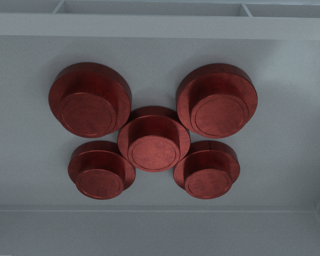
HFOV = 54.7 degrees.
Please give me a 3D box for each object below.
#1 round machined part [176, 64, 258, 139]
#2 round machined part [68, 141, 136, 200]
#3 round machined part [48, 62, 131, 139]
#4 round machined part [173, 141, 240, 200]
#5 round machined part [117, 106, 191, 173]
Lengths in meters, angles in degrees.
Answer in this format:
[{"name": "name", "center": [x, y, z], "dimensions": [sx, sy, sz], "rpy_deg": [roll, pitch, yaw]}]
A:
[{"name": "round machined part", "center": [0.069, -0.025, 0.376], "dimensions": [0.099, 0.042, 0.097], "rpy_deg": [-1, 130, 0]}, {"name": "round machined part", "center": [-0.085, 0.068, 0.453], "dimensions": [0.099, 0.042, 0.097], "rpy_deg": [-1, 130, 0]}, {"name": "round machined part", "center": [-0.084, -0.026, 0.373], "dimensions": [0.099, 0.042, 0.097], "rpy_deg": [-1, 130, 0]}, {"name": "round machined part", "center": [0.069, 0.068, 0.455], "dimensions": [0.099, 0.042, 0.097], "rpy_deg": [-1, 130, 0]}, {"name": "round machined part", "center": [-0.008, 0.022, 0.414], "dimensions": [0.099, 0.042, 0.097], "rpy_deg": [-1, 130, 0]}]
